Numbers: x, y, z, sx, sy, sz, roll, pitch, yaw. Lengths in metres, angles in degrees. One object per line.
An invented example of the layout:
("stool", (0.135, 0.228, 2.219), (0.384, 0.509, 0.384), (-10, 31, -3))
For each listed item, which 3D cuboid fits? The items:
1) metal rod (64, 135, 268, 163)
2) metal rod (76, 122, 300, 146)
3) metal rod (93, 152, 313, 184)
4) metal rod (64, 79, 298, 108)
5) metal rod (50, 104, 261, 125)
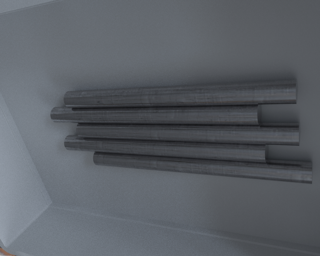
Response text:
("metal rod", (-0.010, 0.026, 0.427), (0.301, 0.025, 0.025), (1, 119, 27))
("metal rod", (0.016, 0.004, 0.400), (0.301, 0.025, 0.025), (1, 119, 27))
("metal rod", (0.037, 0.048, 0.416), (0.301, 0.025, 0.025), (1, 119, 27))
("metal rod", (0.004, -0.039, 0.380), (0.301, 0.025, 0.025), (1, 119, 27))
("metal rod", (-0.025, -0.018, 0.407), (0.301, 0.025, 0.025), (1, 119, 27))
